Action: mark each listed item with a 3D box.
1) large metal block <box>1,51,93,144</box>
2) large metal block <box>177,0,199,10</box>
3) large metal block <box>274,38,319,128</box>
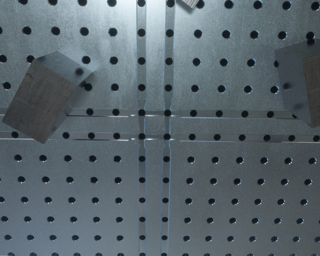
[{"bbox_3d":[-0.130,-0.039,0.368,0.050,0.080,0.080,31,107,-11],"label":"large metal block"},{"bbox_3d":[0.026,-0.187,0.332,0.080,0.050,0.080,34,106,-12],"label":"large metal block"},{"bbox_3d":[0.181,-0.056,0.366,0.050,0.080,0.080,-16,110,5],"label":"large metal block"}]
